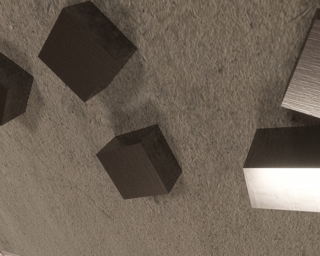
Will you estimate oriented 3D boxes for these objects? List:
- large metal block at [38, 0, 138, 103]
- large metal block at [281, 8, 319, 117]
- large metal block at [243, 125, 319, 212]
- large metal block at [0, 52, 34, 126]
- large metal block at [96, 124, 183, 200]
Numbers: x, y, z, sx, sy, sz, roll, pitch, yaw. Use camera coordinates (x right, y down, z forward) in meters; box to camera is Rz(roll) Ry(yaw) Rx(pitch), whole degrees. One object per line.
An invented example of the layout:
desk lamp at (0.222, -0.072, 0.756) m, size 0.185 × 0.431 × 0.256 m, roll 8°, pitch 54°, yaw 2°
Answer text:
large metal block at (-0.089, -0.092, 0.379) m, size 0.080 × 0.050 × 0.080 m, roll 45°, pitch 129°, yaw -4°
large metal block at (0.163, -0.051, 0.273) m, size 0.080 × 0.050 × 0.079 m, roll 20°, pitch 126°, yaw 16°
large metal block at (0.139, 0.039, 0.322) m, size 0.080 × 0.080 × 0.050 m, roll -4°, pitch 116°, yaw 30°
large metal block at (-0.253, -0.064, 0.481) m, size 0.080 × 0.050 × 0.079 m, roll 37°, pitch 129°, yaw 3°
large metal block at (-0.028, 0.049, 0.434) m, size 0.080 × 0.050 × 0.080 m, roll -16°, pitch 110°, yaw 34°
